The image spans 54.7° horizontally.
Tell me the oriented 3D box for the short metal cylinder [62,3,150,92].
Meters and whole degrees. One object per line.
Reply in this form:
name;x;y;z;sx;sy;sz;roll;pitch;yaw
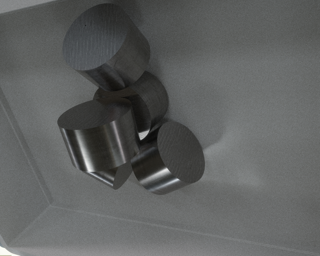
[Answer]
short metal cylinder;-0.058;-0.087;0.340;0.080;0.080;0.050;4;163;26

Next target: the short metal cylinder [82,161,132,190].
short metal cylinder;-0.064;0.038;0.428;0.050;0.080;0.079;26;128;12

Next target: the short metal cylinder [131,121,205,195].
short metal cylinder;0.011;0.038;0.389;0.050;0.080;0.080;-32;101;39

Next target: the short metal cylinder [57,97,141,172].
short metal cylinder;-0.065;0.004;0.343;0.080;0.080;0.050;3;120;26

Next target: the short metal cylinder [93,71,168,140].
short metal cylinder;-0.036;-0.029;0.391;0.080;0.050;0.079;13;124;21
